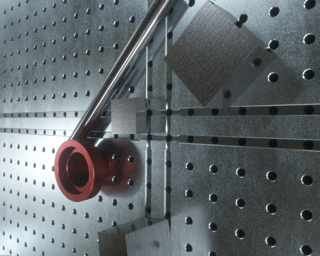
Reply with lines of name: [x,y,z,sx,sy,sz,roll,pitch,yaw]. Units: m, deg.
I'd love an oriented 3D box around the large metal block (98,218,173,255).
large metal block: [-0.028,0.165,0.397,0.050,0.081,0.080,-11,83,39]

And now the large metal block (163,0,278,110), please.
large metal block: [0.064,-0.077,0.341,0.080,0.050,0.080,-51,60,28]

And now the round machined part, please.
round machined part: [-0.123,0.065,0.497,0.098,0.042,0.097,2,94,37]

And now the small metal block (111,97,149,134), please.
small metal block: [-0.044,-0.016,0.446,0.050,0.025,0.050,-2,89,40]

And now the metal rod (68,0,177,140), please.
metal rod: [-0.068,-0.072,0.465,0.298,0.025,0.025,-52,60,27]
